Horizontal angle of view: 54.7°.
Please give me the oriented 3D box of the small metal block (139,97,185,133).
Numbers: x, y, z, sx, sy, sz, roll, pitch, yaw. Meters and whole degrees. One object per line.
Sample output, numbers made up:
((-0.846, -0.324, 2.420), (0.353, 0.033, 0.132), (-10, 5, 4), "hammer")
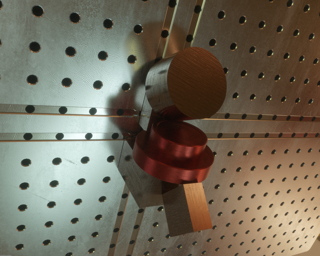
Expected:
((0.005, -0.022, 0.401), (0.050, 0.025, 0.050), (1, 118, -29), "small metal block")

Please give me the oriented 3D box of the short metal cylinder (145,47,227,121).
((0.030, -0.049, 0.361), (0.081, 0.050, 0.080), (1, 88, -29), "short metal cylinder")

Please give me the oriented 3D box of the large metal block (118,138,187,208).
((-0.001, 0.055, 0.410), (0.081, 0.080, 0.050), (1, 118, -29), "large metal block")

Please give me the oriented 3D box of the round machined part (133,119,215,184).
((0.019, 0.022, 0.376), (0.099, 0.098, 0.042), (1, 118, -29), "round machined part")

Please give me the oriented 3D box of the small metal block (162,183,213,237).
((0.029, 0.094, 0.353), (0.025, 0.050, 0.050), (1, 156, -30), "small metal block")
